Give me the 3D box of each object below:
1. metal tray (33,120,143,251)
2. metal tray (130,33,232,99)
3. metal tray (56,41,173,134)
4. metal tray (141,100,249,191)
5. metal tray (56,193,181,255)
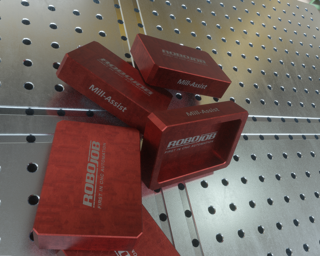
[{"bbox_3d":[-0.066,0.052,0.310,0.091,0.030,0.130,7,46,-12],"label":"metal tray"},{"bbox_3d":[0.030,-0.090,0.453,0.131,0.030,0.090,6,39,-30],"label":"metal tray"},{"bbox_3d":[-0.050,-0.053,0.389,0.130,0.030,0.090,34,27,-6],"label":"metal tray"},{"bbox_3d":[0.041,0.019,0.376,0.131,0.089,0.030,-11,38,-33],"label":"metal tray"},{"bbox_3d":[-0.026,0.142,0.305,0.091,0.030,0.130,-31,80,-38],"label":"metal tray"}]
